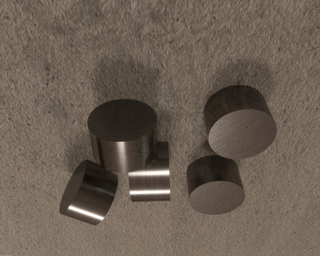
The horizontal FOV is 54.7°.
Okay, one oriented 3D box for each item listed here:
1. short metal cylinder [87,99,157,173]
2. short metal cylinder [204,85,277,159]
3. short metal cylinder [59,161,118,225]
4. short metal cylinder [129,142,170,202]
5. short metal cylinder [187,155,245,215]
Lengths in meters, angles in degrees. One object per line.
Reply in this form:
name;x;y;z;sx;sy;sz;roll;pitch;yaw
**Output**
short metal cylinder;-0.044;0.008;0.377;0.081;0.080;0.050;0;130;-1
short metal cylinder;0.098;-0.007;0.387;0.081;0.050;0.079;0;130;0
short metal cylinder;-0.104;0.094;0.450;0.050;0.080;0.080;28;125;-22
short metal cylinder;-0.012;0.059;0.422;0.050;0.080;0.079;-2;130;1
short metal cylinder;0.082;0.086;0.466;0.081;0.050;0.079;0;130;0
